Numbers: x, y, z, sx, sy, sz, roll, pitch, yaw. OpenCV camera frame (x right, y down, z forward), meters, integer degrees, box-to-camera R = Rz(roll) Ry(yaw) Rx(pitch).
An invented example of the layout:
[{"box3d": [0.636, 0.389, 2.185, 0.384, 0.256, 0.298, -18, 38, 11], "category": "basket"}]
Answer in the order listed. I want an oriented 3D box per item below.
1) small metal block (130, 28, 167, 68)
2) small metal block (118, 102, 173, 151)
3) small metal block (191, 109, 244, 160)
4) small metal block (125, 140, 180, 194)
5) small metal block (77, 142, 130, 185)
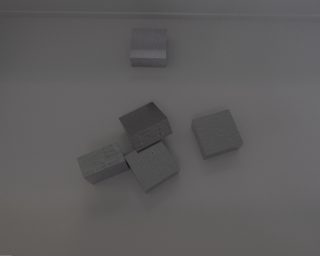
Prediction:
[{"box3d": [-0.016, -0.117, 0.452, 0.050, 0.025, 0.050, 1, 70, 0], "category": "small metal block"}, {"box3d": [-0.019, -0.003, 0.397, 0.050, 0.025, 0.050, -27, 36, -10], "category": "small metal block"}, {"box3d": [0.074, 0.009, 0.407, 0.050, 0.025, 0.050, -16, 71, -6], "category": "small metal block"}, {"box3d": [-0.010, 0.047, 0.392, 0.050, 0.025, 0.050, -31, 73, -11], "category": "small metal block"}, {"box3d": [-0.068, 0.044, 0.380, 0.050, 0.050, 0.025, -22, 72, -8], "category": "small metal block"}]
